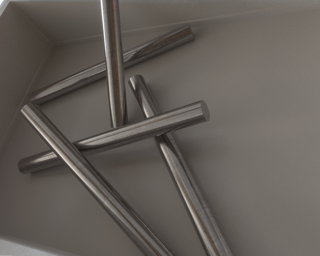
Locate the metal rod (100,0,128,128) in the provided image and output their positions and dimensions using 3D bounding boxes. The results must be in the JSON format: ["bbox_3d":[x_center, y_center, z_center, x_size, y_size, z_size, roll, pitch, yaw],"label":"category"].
[{"bbox_3d":[-0.068,-0.150,0.430,0.025,0.025,0.298,-2,94,27],"label":"metal rod"}]

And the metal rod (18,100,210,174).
[{"bbox_3d":[-0.079,0.020,0.411,0.300,0.025,0.025,-17,55,26],"label":"metal rod"}]

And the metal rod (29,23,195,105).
[{"bbox_3d":[-0.088,-0.099,0.510,0.301,0.025,0.025,-19,54,16],"label":"metal rod"}]

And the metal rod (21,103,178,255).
[{"bbox_3d":[-0.088,0.059,0.380,0.300,0.025,0.025,39,84,28],"label":"metal rod"}]

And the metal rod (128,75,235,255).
[{"bbox_3d":[0.016,0.036,0.373,0.025,0.025,0.300,-32,52,7],"label":"metal rod"}]
